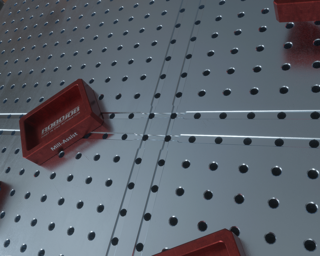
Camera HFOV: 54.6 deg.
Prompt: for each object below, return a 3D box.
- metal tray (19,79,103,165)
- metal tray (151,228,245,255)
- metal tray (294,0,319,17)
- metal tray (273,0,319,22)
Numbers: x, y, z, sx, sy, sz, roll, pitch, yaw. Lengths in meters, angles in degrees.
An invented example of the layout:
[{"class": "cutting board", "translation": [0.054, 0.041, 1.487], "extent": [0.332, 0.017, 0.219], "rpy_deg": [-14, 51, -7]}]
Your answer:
[{"class": "metal tray", "translation": [-0.162, -0.011, 0.498], "extent": [0.130, 0.030, 0.090], "rpy_deg": [-32, 51, 7]}, {"class": "metal tray", "translation": [0.047, 0.169, 0.277], "extent": [0.090, 0.030, 0.130], "rpy_deg": [-25, 53, 12]}, {"class": "metal tray", "translation": [0.234, -0.183, 0.395], "extent": [0.090, 0.030, 0.130], "rpy_deg": [-33, 51, 6]}, {"class": "metal tray", "translation": [0.200, -0.189, 0.376], "extent": [0.090, 0.030, 0.130], "rpy_deg": [9, 66, 32]}]
